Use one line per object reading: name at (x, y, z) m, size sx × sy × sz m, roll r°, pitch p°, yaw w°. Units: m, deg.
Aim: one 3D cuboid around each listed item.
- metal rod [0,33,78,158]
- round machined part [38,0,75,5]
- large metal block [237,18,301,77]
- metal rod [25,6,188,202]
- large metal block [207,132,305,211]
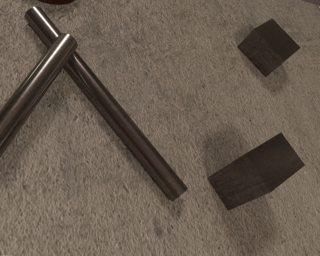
metal rod at (-0.158, 0.013, 0.295) m, size 0.025 × 0.025 × 0.300 m, roll 28°, pitch 57°, yaw -11°
round machined part at (-0.161, -0.230, 0.447) m, size 0.099 × 0.042 × 0.098 m, roll 14°, pitch 56°, yaw -21°
large metal block at (0.212, -0.156, 0.600) m, size 0.080 × 0.050 × 0.081 m, roll 49°, pitch 51°, yaw 6°
metal rod at (-0.071, -0.035, 0.387) m, size 0.025 × 0.025 × 0.300 m, roll -34°, pitch 81°, yaw -38°
large metal block at (0.123, 0.057, 0.402) m, size 0.081 × 0.080 × 0.050 m, roll -22°, pitch 74°, yaw -36°
